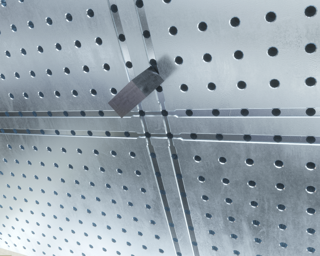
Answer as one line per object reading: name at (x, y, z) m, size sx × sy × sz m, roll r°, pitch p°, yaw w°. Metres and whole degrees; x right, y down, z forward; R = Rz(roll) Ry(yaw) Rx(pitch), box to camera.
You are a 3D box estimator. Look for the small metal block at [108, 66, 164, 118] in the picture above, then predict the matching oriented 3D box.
small metal block at (-0.029, -0.045, 0.381) m, size 0.025 × 0.050 × 0.050 m, roll 49°, pitch 128°, yaw -6°
